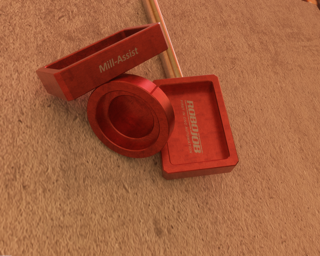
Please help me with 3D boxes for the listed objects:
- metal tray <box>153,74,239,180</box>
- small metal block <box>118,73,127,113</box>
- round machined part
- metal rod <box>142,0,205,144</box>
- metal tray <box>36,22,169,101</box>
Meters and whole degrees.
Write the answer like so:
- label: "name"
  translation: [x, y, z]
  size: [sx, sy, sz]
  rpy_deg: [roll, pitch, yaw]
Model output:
- label: "metal tray"
  translation: [0.040, -0.004, 0.399]
  size: [0.091, 0.030, 0.130]
  rpy_deg: [-6, 66, -4]
- label: "small metal block"
  translation: [-0.056, -0.048, 0.404]
  size: [0.050, 0.025, 0.050]
  rpy_deg: [20, 54, -17]
- label: "round machined part"
  translation: [-0.030, -0.017, 0.355]
  size: [0.098, 0.097, 0.042]
  rpy_deg: [37, 37, -4]
- label: "metal rod"
  translation: [0.014, -0.105, 0.477]
  size: [0.025, 0.025, 0.299]
  rpy_deg: [-2, 63, -29]
- label: "metal tray"
  translation: [-0.066, -0.079, 0.355]
  size: [0.131, 0.090, 0.030]
  rpy_deg: [-34, 117, -23]
